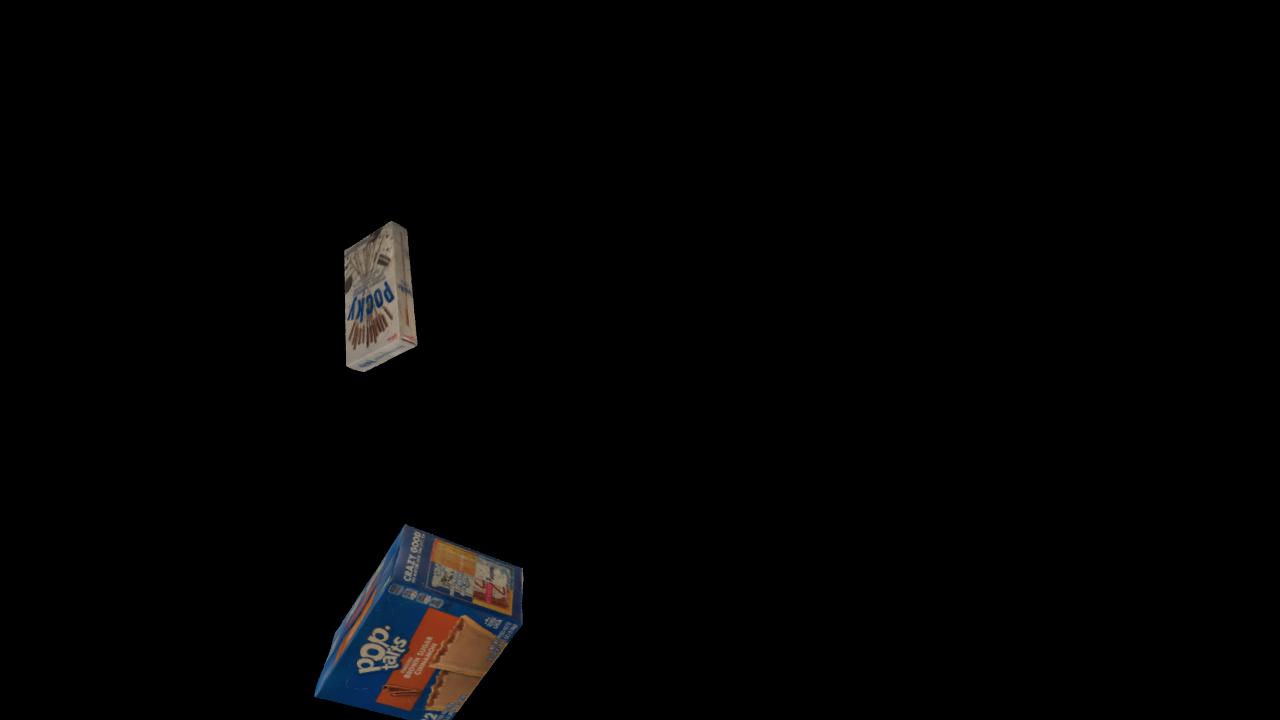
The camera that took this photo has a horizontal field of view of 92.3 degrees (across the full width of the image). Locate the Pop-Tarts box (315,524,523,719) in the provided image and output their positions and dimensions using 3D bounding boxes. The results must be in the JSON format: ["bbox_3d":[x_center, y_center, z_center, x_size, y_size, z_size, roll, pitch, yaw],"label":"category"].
[{"bbox_3d":[-0.224,0.280,0.640,0.141,0.167,0.083,30,15,-21],"label":"Pop-Tarts box"}]

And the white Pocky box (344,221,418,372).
[{"bbox_3d":[-0.291,-0.071,0.685,0.084,0.154,0.028,-23,-25,21],"label":"white Pocky box"}]
